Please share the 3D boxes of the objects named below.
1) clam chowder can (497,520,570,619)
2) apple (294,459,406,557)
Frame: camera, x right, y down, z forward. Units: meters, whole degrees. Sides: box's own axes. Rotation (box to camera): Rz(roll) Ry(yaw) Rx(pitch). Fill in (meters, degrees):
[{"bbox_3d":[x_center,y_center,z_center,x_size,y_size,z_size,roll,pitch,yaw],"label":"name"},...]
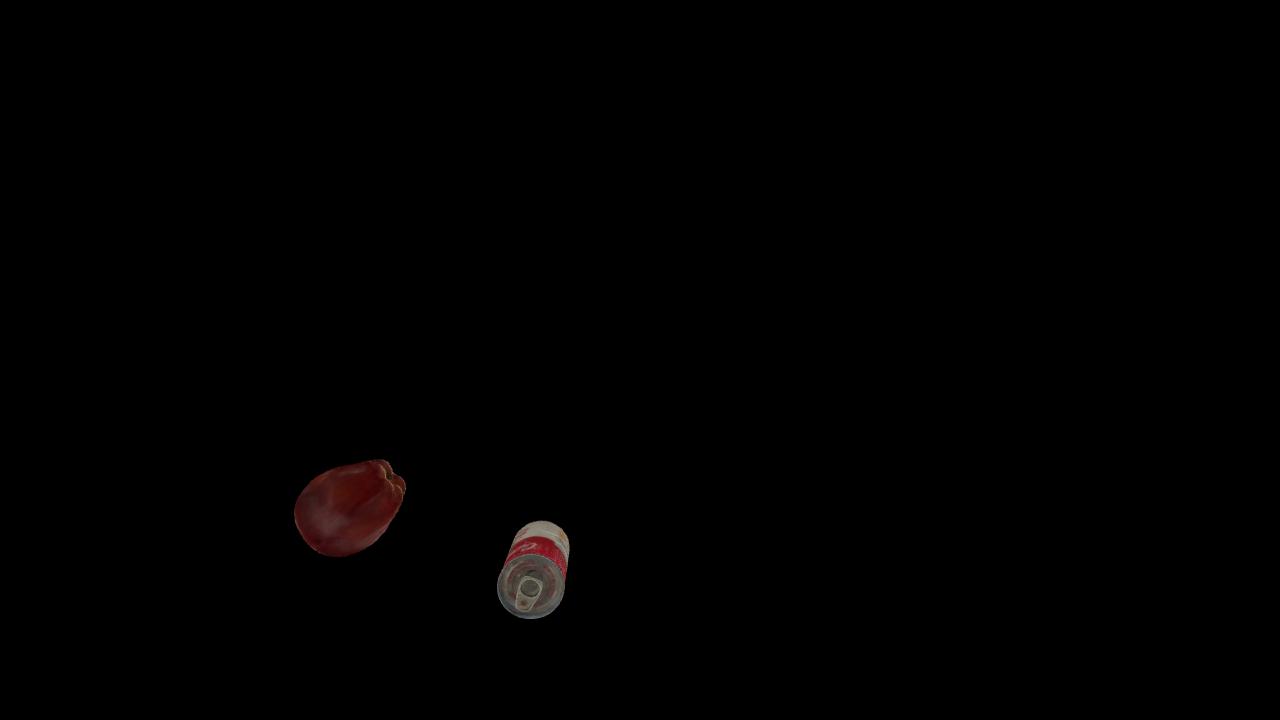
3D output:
[{"bbox_3d":[-0.111,0.221,0.661,0.068,0.068,0.102,0,5,-3],"label":"clam chowder can"},{"bbox_3d":[-0.263,0.132,0.557,0.093,0.079,0.079,-35,-2,2],"label":"apple"}]
